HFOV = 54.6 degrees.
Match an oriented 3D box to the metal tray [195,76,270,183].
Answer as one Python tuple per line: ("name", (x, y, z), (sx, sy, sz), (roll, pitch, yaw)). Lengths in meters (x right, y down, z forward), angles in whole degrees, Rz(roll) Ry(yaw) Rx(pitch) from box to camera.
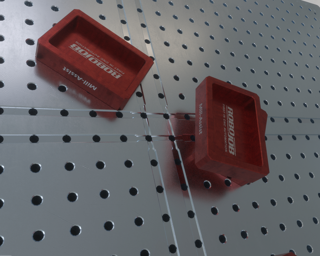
("metal tray", (0.094, 0.000, 0.415), (0.091, 0.030, 0.130), (17, 55, -18))

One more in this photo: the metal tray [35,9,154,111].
("metal tray", (-0.083, -0.093, 0.416), (0.130, 0.030, 0.090), (33, 51, -7))

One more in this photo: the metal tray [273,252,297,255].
("metal tray", (0.121, 0.200, 0.308), (0.030, 0.090, 0.130), (-4, 64, -30))

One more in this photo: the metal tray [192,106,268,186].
("metal tray", (0.107, 0.008, 0.457), (0.090, 0.030, 0.130), (30, 52, -9))
